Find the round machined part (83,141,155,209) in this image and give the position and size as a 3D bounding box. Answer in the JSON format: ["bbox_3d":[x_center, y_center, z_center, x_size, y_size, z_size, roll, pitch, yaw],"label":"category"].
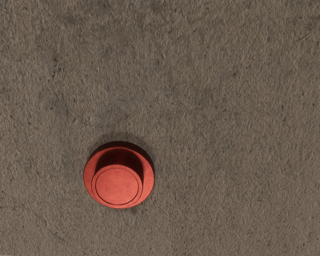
[{"bbox_3d":[-0.057,0.070,0.426,0.099,0.042,0.097,0,110,-1],"label":"round machined part"}]
